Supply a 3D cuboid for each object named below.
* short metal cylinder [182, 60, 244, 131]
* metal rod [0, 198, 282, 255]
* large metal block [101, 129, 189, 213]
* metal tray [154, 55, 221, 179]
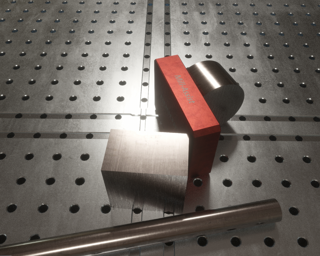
[{"bbox_3d":[0.062,-0.041,0.407,0.081,0.080,0.050,-19,53,-15],"label":"short metal cylinder"},{"bbox_3d":[-0.023,0.109,0.315,0.302,0.025,0.025,-8,51,-7],"label":"metal rod"},{"bbox_3d":[-0.013,0.048,0.332,0.080,0.080,0.050,4,50,3],"label":"large metal block"},{"bbox_3d":[0.027,-0.015,0.378,0.030,0.089,0.130,-14,52,-12],"label":"metal tray"}]
